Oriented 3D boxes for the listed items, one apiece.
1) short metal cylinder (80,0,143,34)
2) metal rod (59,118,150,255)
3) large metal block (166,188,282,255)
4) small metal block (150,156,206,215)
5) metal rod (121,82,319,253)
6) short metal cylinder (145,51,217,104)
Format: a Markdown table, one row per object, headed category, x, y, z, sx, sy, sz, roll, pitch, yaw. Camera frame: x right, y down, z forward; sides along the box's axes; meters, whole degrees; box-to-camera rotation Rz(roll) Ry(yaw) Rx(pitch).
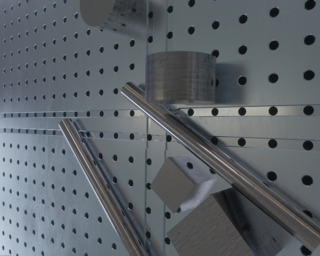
| category | x | y | z | sx | sy | sz | roll | pitch | yaw |
| --- | --- | --- | --- | --- | --- | --- | --- | --- | --- |
| short metal cylinder | -0.072 | -0.183 | 0.452 | 0.080 | 0.050 | 0.079 | 0 | 90 | 40 |
| metal rod | -0.087 | 0.100 | 0.481 | 0.025 | 0.025 | 0.300 | -51 | 60 | 28 |
| large metal block | 0.067 | 0.124 | 0.338 | 0.080 | 0.050 | 0.080 | -50 | 61 | 28 |
| small metal block | 0.021 | 0.071 | 0.392 | 0.050 | 0.025 | 0.050 | 43 | 116 | 31 |
| metal rod | 0.051 | 0.025 | 0.366 | 0.300 | 0.025 | 0.025 | 40 | 114 | 32 |
| short metal cylinder | 0.023 | -0.054 | 0.354 | 0.080 | 0.081 | 0.050 | 2 | 92 | 40 |
